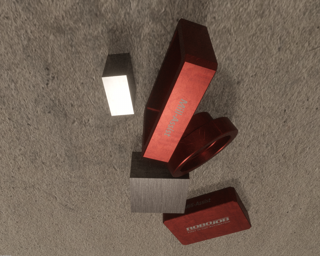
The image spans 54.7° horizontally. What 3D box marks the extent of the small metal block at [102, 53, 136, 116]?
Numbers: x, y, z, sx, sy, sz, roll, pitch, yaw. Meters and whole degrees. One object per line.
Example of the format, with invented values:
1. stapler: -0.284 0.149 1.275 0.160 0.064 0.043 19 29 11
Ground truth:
1. small metal block: -0.044 -0.050 0.348 0.025 0.050 0.050 -5 130 3

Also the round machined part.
1. round machined part: 0.045 0.016 0.389 0.099 0.042 0.098 -31 160 -12

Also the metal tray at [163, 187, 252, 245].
1. metal tray: 0.081 0.156 0.538 0.130 0.030 0.090 -21 128 16

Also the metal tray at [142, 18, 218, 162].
1. metal tray: 0.015 -0.038 0.332 0.030 0.090 0.129 15 129 -12

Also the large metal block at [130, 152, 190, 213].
1. large metal block: -0.002 0.082 0.461 0.081 0.050 0.079 2 130 -2
